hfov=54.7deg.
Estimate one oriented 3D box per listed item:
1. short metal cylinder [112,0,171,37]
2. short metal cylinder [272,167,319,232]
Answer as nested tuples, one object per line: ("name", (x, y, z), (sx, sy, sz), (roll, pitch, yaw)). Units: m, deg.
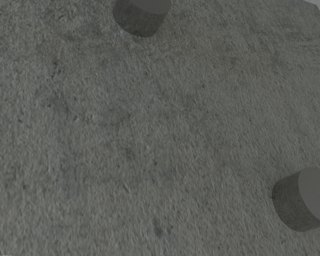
("short metal cylinder", (-0.029, -0.192, 0.491), (0.081, 0.050, 0.080), (14, 56, -21))
("short metal cylinder", (0.209, 0.102, 0.441), (0.081, 0.050, 0.080), (14, 56, -21))
